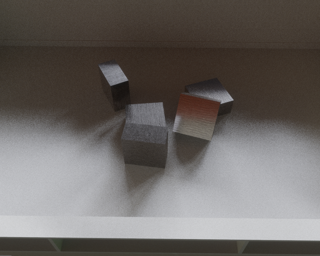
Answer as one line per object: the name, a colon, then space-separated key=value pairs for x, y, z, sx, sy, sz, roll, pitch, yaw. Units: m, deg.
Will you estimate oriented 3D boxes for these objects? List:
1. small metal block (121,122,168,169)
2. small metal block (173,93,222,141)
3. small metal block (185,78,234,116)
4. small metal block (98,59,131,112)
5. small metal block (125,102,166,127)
small metal block: x=-0.017 y=0.022 z=0.370 sx=0.050 sy=0.050 sz=0.025 roll=6 pitch=51 yaw=5
small metal block: x=0.048 y=-0.016 z=0.399 sx=0.050 sy=0.050 sz=0.025 roll=14 pitch=14 yaw=11
small metal block: x=0.068 y=-0.041 z=0.440 sx=0.050 sy=0.025 sz=0.050 roll=-16 pitch=52 yaw=-13
small metal block: x=-0.064 y=-0.060 z=0.439 sx=0.025 sy=0.050 sz=0.050 roll=-21 pitch=53 yaw=-17
small metal block: x=-0.019 y=-0.006 z=0.410 sx=0.050 sy=0.025 sz=0.050 roll=-4 pitch=50 yaw=-4
